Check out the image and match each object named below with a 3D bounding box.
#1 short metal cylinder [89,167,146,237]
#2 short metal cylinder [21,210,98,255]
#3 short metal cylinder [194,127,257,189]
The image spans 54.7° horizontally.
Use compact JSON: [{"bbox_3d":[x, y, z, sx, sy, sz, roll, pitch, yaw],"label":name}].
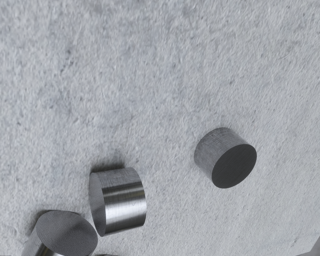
[{"bbox_3d":[-0.057,0.093,0.399,0.050,0.080,0.079,-6,121,-26],"label":"short metal cylinder"},{"bbox_3d":[-0.128,0.152,0.397,0.081,0.080,0.050,18,109,-36],"label":"short metal cylinder"},{"bbox_3d":[0.100,0.046,0.476,0.081,0.050,0.079,-14,125,-21],"label":"short metal cylinder"}]
